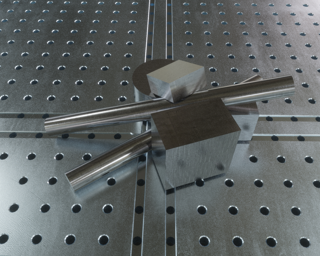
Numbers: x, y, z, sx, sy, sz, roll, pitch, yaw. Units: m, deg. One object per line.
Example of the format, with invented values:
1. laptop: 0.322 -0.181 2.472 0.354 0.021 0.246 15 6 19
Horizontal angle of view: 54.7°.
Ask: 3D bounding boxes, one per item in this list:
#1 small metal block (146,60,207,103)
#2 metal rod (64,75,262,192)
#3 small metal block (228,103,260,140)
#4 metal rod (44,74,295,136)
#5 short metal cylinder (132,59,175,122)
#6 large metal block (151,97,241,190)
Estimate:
1. small metal block: 0.020 -0.058 0.376 0.050 0.025 0.050 -29 33 -22
2. metal rod: 0.022 -0.003 0.407 0.302 0.025 0.025 -28 55 -22
3. small metal block: 0.094 -0.009 0.395 0.050 0.050 0.025 -1 50 1
4. metal rod: 0.004 -0.025 0.378 0.301 0.025 0.025 -9 50 9
5. short metal cylinder: 0.003 -0.051 0.430 0.081 0.050 0.080 0 49 0
6. large metal block: 0.036 0.019 0.350 0.081 0.080 0.050 -14 52 -12
